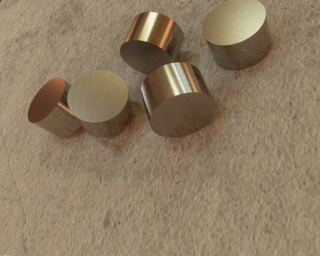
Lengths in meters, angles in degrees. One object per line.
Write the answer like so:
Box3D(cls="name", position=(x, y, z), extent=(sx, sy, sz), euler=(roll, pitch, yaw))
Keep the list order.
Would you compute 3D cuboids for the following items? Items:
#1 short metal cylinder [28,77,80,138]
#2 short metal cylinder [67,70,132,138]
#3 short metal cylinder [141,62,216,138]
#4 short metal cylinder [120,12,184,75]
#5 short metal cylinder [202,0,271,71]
Box3D(cls="short metal cylinder", position=(-0.156, -0.031, 0.477), extent=(0.080, 0.050, 0.080), euler=(-21, 50, 28))
Box3D(cls="short metal cylinder", position=(-0.081, -0.033, 0.431), extent=(0.081, 0.050, 0.080), euler=(-1, 65, 1))
Box3D(cls="short metal cylinder", position=(0.021, -0.032, 0.376), extent=(0.080, 0.080, 0.050), euler=(-26, 53, 12))
Box3D(cls="short metal cylinder", position=(-0.011, -0.118, 0.445), extent=(0.080, 0.080, 0.050), euler=(5, 64, 30))
Box3D(cls="short metal cylinder", position=(0.102, -0.123, 0.410), extent=(0.080, 0.050, 0.080), euler=(-13, 56, 20))
